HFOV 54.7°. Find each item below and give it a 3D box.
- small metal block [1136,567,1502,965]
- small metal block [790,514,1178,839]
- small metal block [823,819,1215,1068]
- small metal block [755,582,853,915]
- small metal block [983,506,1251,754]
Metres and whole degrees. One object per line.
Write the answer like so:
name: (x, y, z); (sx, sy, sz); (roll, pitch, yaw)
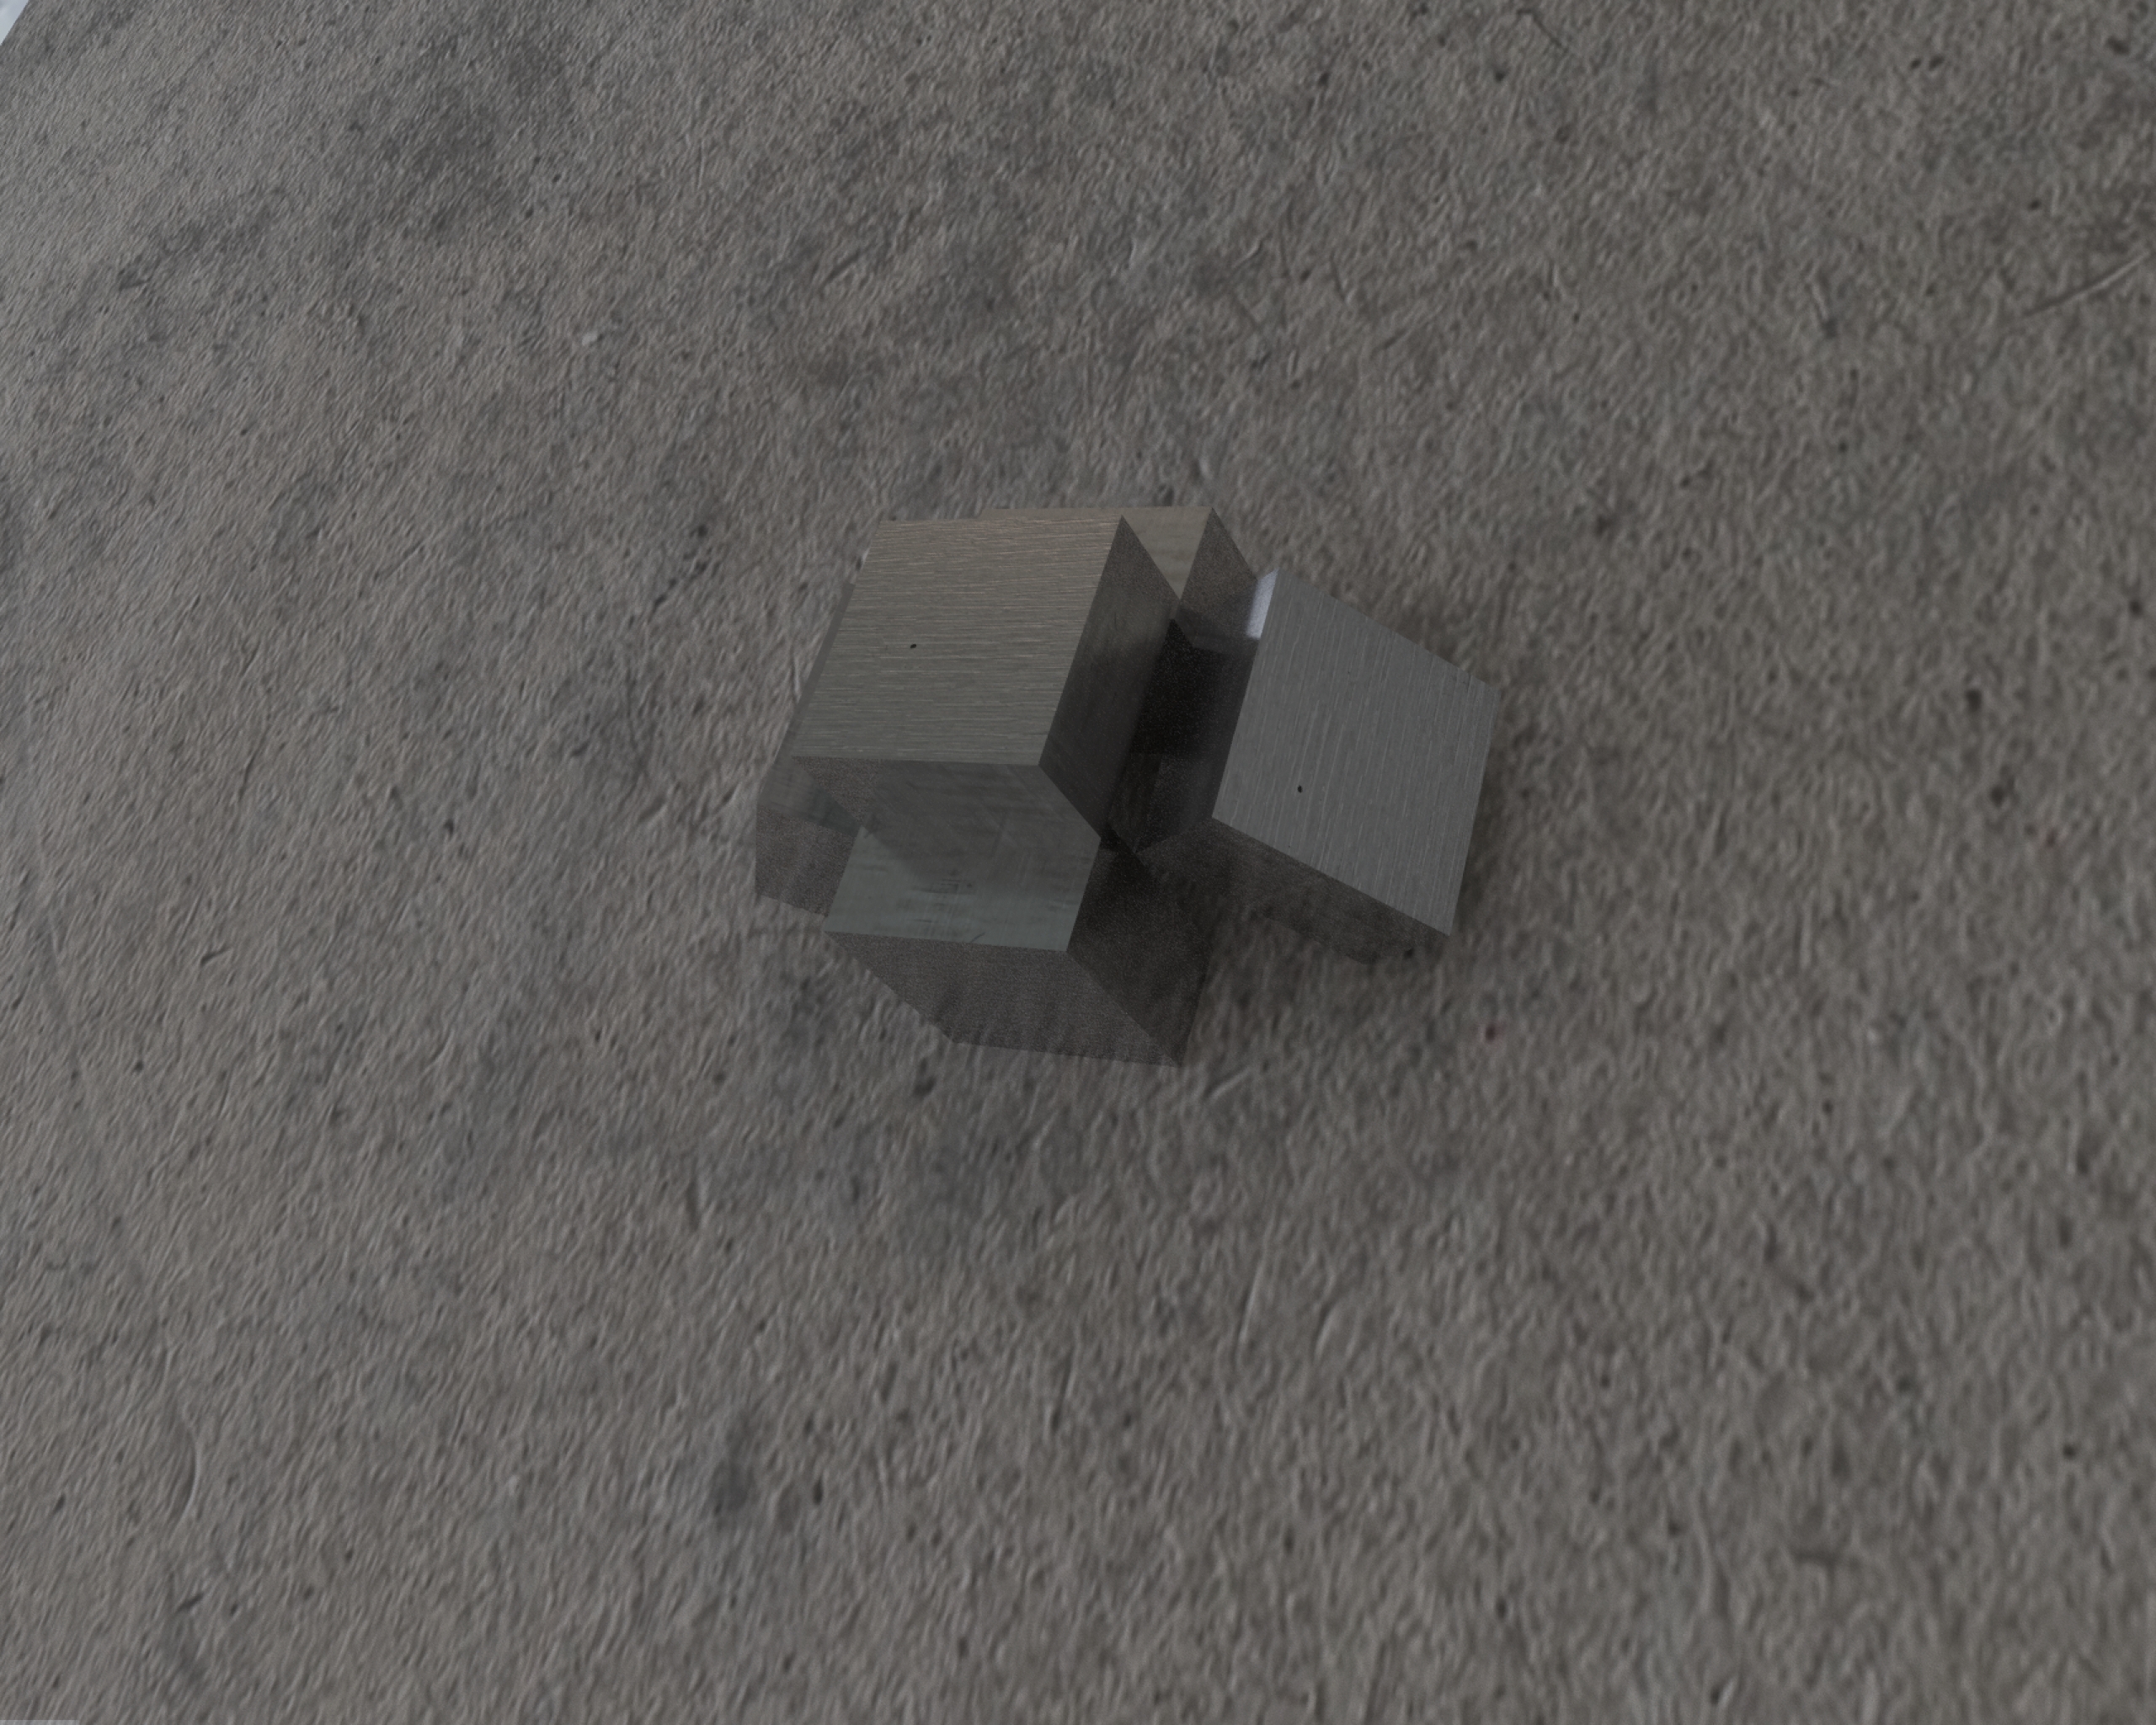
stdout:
small metal block: (0.044, -0.016, 0.371); (0.025, 0.050, 0.050); (-27, 42, 57)
small metal block: (-0.016, -0.033, 0.368); (0.050, 0.025, 0.050); (4, 63, 30)
small metal block: (-0.010, 0.014, 0.384); (0.050, 0.050, 0.025); (3, 64, 30)
small metal block: (-0.044, -0.020, 0.420); (0.025, 0.050, 0.050); (19, 68, -2)
small metal block: (0.010, -0.045, 0.410); (0.050, 0.050, 0.025); (5, 64, 30)
